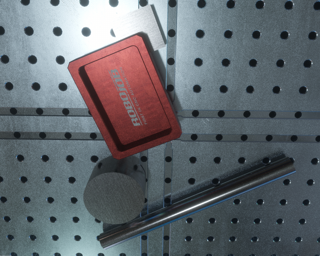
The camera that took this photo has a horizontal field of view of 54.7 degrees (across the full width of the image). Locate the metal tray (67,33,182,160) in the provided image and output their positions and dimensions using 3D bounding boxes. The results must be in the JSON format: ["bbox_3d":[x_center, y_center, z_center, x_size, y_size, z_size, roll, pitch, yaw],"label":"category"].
[{"bbox_3d":[-0.038,-0.035,0.370,0.090,0.030,0.129,-21,109,7],"label":"metal tray"}]

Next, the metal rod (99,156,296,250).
[{"bbox_3d":[0.049,0.113,0.455,0.301,0.025,0.025,-25,108,8],"label":"metal rod"}]

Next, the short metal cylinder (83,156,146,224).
[{"bbox_3d":[-0.060,0.085,0.431,0.081,0.050,0.079,0,110,0],"label":"short metal cylinder"}]

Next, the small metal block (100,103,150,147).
[{"bbox_3d":[-0.045,-0.005,0.411,0.050,0.025,0.050,23,108,-9],"label":"small metal block"}]

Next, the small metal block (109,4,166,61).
[{"bbox_3d":[-0.026,-0.114,0.371,0.050,0.025,0.050,-20,109,7],"label":"small metal block"}]
